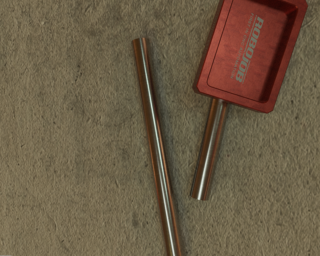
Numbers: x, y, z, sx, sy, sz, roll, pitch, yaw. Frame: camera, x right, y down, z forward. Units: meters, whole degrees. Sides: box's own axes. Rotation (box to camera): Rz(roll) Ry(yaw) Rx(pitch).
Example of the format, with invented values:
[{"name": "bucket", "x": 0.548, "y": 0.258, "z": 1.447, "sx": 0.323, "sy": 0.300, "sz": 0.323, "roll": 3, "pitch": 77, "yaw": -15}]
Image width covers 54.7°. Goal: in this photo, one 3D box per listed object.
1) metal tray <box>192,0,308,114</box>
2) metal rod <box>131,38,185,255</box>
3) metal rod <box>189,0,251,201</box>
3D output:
[{"name": "metal tray", "x": 0.099, "y": -0.090, "z": 0.350, "sx": 0.091, "sy": 0.030, "sz": 0.129, "roll": 17, "pitch": 94, "yaw": -5}, {"name": "metal rod", "x": -0.002, "y": 0.030, "z": 0.409, "sx": 0.025, "sy": 0.025, "sz": 0.298, "roll": -11, "pitch": 87, "yaw": 19}, {"name": "metal rod", "x": 0.080, "y": -0.058, "z": 0.380, "sx": 0.025, "sy": 0.025, "sz": 0.298, "roll": 13, "pitch": 94, "yaw": 19}]
